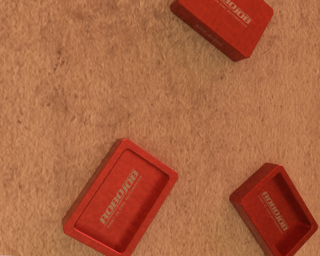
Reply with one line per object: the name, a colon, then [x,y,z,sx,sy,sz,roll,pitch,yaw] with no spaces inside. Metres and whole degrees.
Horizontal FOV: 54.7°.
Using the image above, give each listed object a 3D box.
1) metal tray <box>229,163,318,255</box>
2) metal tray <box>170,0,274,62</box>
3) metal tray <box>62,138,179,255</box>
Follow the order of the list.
metal tray: [0.176,0.130,0.473,0.090,0.030,0.130,-37,102,-16]
metal tray: [0.091,-0.168,0.441,0.130,0.030,0.090,33,79,-17]
metal tray: [-0.048,0.089,0.389,0.090,0.030,0.130,36,78,-17]
